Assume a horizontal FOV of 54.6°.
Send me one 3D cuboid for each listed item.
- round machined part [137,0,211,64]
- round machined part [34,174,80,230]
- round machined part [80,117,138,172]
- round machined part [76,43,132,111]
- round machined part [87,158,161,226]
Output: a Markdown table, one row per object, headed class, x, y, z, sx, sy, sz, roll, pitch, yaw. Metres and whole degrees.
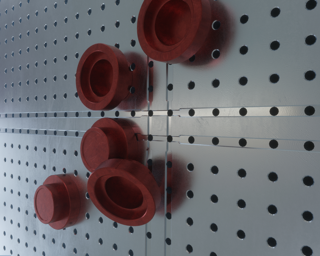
| class | x | y | z | sx | sy | sz | roll | pitch | yaw |
| --- | --- | --- | --- | --- | --- | --- | --- | --- | --- |
| round machined part | 0.021 | -0.128 | 0.382 | 0.098 | 0.042 | 0.097 | 0 | 90 | 40 |
| round machined part | -0.191 | 0.134 | 0.558 | 0.098 | 0.042 | 0.097 | 0 | 90 | 40 |
| round machined part | -0.083 | 0.033 | 0.468 | 0.098 | 0.042 | 0.097 | 0 | 90 | 40 |
| round machined part | -0.080 | -0.074 | 0.466 | 0.098 | 0.042 | 0.097 | 0 | 90 | 40 |
| round machined part | -0.044 | 0.081 | 0.417 | 0.098 | 0.042 | 0.097 | 11 | 122 | 17 |
